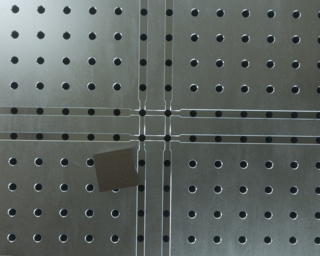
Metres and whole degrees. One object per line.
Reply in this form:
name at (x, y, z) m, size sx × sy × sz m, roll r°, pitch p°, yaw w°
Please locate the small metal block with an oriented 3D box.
small metal block at (-0.058, 0.054, 0.413) m, size 0.050 × 0.025 × 0.050 m, roll -10°, pitch 90°, yaw -1°
